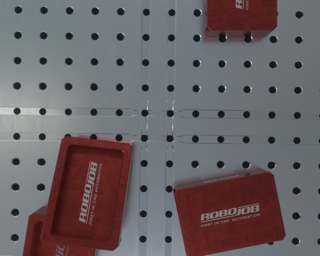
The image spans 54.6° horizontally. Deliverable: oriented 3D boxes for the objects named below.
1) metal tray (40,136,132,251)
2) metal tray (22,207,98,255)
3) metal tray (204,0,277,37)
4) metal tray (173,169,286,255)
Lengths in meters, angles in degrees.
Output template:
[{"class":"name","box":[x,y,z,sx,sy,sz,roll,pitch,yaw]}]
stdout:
[{"class":"metal tray","box":[-0.088,0.080,0.391,0.090,0.030,0.130,7,73,-1]},{"class":"metal tray","box":[-0.132,0.178,0.410,0.090,0.030,0.129,9,90,0]},{"class":"metal tray","box":[0.105,-0.190,0.411,0.090,0.030,0.129,0,90,0]},{"class":"metal tray","box":[0.090,0.112,0.411,0.131,0.030,0.090,-11,90,0]}]
